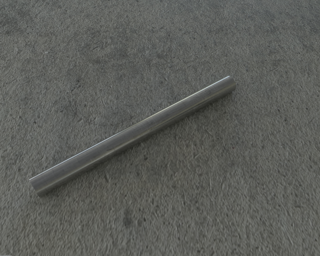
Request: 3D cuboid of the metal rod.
[{"bbox_3d":[-0.018,0.001,0.405,0.302,0.025,0.025,-29,56,-22],"label":"metal rod"}]
